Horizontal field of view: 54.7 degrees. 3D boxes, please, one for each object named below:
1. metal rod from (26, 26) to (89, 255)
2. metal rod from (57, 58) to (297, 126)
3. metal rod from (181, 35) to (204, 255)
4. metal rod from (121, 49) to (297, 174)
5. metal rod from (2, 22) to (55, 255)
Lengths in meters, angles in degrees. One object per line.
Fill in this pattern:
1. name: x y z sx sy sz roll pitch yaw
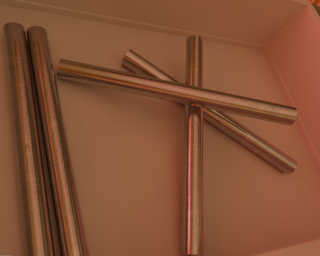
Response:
1. metal rod: -0.115 0.011 0.337 0.025 0.025 0.299 -4 64 -30
2. metal rod: 0.024 -0.045 0.394 0.302 0.025 0.025 11 56 -3
3. metal rod: 0.044 0.004 0.403 0.025 0.025 0.299 14 63 -21
4. metal rod: 0.077 -0.021 0.459 0.301 0.025 0.025 33 51 -7
5. metal rod: -0.140 0.010 0.323 0.025 0.025 0.299 -3 63 -30
